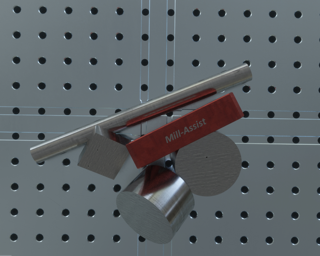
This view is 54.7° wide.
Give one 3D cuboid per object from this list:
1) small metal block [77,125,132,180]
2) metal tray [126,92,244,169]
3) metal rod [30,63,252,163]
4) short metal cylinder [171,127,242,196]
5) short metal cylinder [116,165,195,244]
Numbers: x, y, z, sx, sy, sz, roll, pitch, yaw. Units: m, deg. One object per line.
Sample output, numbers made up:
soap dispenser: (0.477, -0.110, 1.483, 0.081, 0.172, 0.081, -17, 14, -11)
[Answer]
small metal block: (-0.070, 0.032, 0.396, 0.050, 0.025, 0.050, 26, 106, -19)
metal tray: (0.027, 0.002, 0.377, 0.131, 0.090, 0.030, -26, 90, 0)
metal rod: (-0.024, -0.020, 0.409, 0.301, 0.025, 0.025, -21, 90, 0)
short metal cylinder: (0.056, 0.040, 0.393, 0.081, 0.050, 0.079, -1, 99, -4)
short metal cylinder: (-0.006, 0.092, 0.375, 0.080, 0.080, 0.050, 47, 49, 0)
